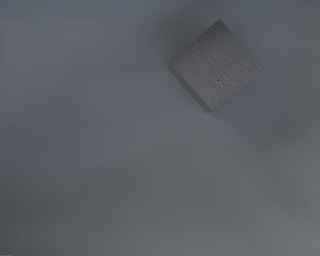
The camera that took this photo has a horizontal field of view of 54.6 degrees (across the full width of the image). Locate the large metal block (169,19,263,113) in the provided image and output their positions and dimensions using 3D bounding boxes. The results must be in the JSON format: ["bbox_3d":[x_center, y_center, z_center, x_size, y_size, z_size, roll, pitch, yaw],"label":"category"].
[{"bbox_3d":[0.068,-0.076,0.399,0.080,0.050,0.080,-41,90,0],"label":"large metal block"}]
